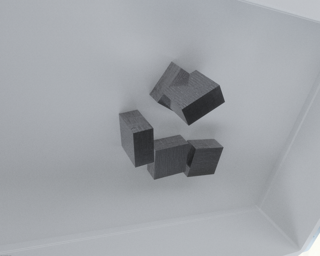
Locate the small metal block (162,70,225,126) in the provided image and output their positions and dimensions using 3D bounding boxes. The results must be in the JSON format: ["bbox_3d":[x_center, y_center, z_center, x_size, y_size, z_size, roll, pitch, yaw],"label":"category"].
[{"bbox_3d":[0.038,-0.036,0.360,0.050,0.050,0.025,-33,129,-7],"label":"small metal block"}]

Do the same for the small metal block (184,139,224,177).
[{"bbox_3d":[0.063,0.045,0.473,0.050,0.025,0.050,-1,119,-28],"label":"small metal block"}]

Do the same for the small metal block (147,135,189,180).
[{"bbox_3d":[0.010,0.041,0.442,0.050,0.025,0.050,-11,123,-23],"label":"small metal block"}]

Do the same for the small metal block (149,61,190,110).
[{"bbox_3d":[0.024,-0.048,0.394,0.050,0.025,0.050,26,104,-38],"label":"small metal block"}]

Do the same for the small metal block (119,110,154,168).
[{"bbox_3d":[-0.029,0.012,0.385,0.025,0.050,0.050,-14,125,-21],"label":"small metal block"}]
